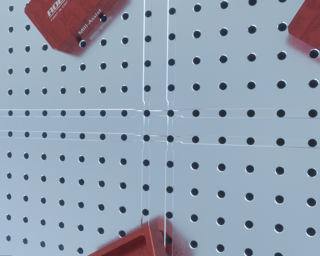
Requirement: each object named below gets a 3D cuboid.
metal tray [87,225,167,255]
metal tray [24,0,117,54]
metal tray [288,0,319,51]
[{"bbox_3d":[-0.050,0.197,0.404,0.130,0.030,0.090,-32,46,17],"label":"metal tray"},{"bbox_3d":[-0.129,-0.187,0.456,0.130,0.030,0.090,-42,77,15],"label":"metal tray"},{"bbox_3d":[0.214,-0.108,0.317,0.130,0.030,0.089,38,125,16],"label":"metal tray"}]
